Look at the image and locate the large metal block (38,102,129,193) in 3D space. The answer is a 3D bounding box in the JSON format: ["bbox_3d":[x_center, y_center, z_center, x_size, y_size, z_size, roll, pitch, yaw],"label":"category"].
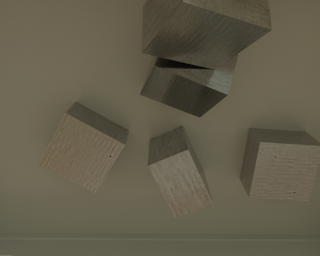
[{"bbox_3d":[-0.098,0.025,0.406,0.080,0.050,0.080,30,107,-11],"label":"large metal block"}]

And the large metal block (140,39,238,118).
[{"bbox_3d":[0.030,-0.059,0.353,0.080,0.080,0.050,20,71,-8],"label":"large metal block"}]

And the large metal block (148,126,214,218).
[{"bbox_3d":[0.025,0.054,0.402,0.050,0.080,0.080,-23,109,8],"label":"large metal block"}]

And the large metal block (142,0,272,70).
[{"bbox_3d":[0.037,-0.098,0.273,0.081,0.080,0.050,7,73,-23],"label":"large metal block"}]

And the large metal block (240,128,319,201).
[{"bbox_3d":[0.160,0.048,0.418,0.081,0.050,0.079,4,110,-2],"label":"large metal block"}]
